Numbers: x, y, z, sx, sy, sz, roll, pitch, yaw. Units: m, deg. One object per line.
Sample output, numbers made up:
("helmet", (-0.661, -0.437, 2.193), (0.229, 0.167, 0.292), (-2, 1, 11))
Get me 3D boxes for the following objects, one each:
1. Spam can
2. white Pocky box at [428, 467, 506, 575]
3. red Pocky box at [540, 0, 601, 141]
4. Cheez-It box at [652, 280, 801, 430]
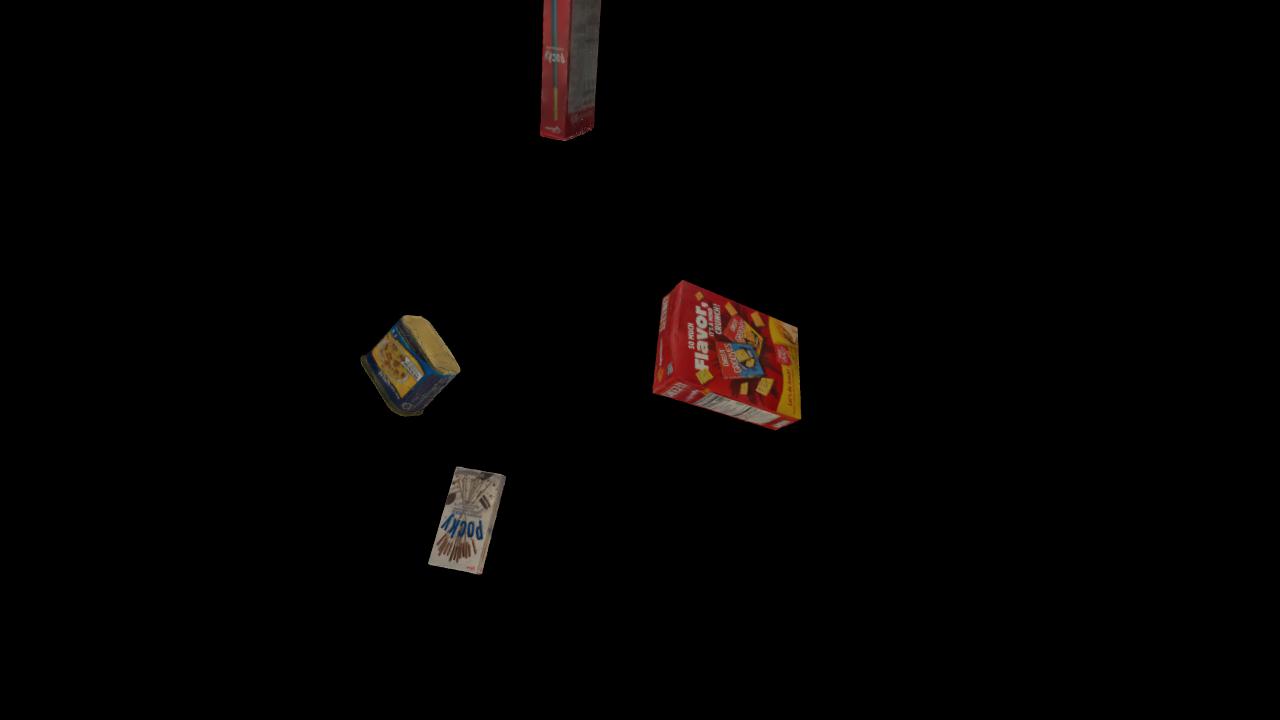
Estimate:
("Spam can", (-0.289, 0.006, 0.777), (0.085, 0.101, 0.058), (-43, -15, 16))
("white Pocky box", (-0.270, 0.250, 0.967), (0.084, 0.154, 0.028), (7, -20, 11))
("red Pocky box", (-0.061, -0.282, 0.548), (0.028, 0.155, 0.083), (12, 30, 9))
("Cheez-It box", (0.135, -0.003, 0.926), (0.223, 0.166, 0.071), (18, -31, -22))
